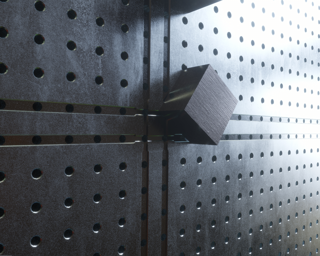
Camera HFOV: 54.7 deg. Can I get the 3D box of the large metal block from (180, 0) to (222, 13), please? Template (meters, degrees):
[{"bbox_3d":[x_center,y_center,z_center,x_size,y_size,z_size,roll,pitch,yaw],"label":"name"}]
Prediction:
[{"bbox_3d":[0.058,-0.216,0.423,0.080,0.080,0.050,46,63,-31],"label":"large metal block"}]

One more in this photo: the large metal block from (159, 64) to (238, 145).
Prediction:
[{"bbox_3d":[0.057,-0.032,0.443,0.080,0.050,0.080,44,63,-31],"label":"large metal block"}]
